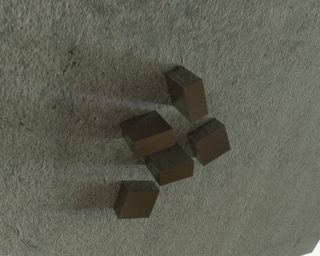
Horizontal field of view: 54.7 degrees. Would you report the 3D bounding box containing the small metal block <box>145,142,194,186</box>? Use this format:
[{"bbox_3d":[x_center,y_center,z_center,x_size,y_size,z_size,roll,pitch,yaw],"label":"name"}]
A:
[{"bbox_3d":[0.012,0.049,0.427,0.050,0.050,0.025,-13,124,-21],"label":"small metal block"}]

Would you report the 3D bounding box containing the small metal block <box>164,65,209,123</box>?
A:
[{"bbox_3d":[0.032,-0.042,0.382,0.025,0.050,0.050,-26,128,-12],"label":"small metal block"}]

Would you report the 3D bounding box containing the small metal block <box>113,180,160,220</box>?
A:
[{"bbox_3d":[-0.035,0.105,0.452,0.050,0.025,0.050,7,115,-32],"label":"small metal block"}]

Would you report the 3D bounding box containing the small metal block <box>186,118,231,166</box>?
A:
[{"bbox_3d":[0.073,0.021,0.460,0.050,0.025,0.050,-30,129,-9],"label":"small metal block"}]

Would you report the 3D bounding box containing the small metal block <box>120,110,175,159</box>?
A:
[{"bbox_3d":[-0.016,0.007,0.386,0.050,0.050,0.025,-20,126,-17],"label":"small metal block"}]
